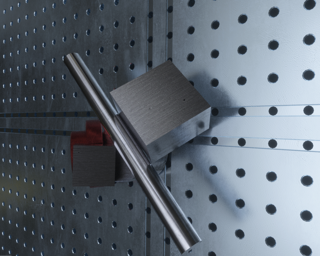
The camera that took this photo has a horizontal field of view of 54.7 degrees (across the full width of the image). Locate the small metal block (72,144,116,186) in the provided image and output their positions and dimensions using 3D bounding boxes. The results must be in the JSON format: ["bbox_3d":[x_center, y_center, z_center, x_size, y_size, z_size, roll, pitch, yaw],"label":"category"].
[{"bbox_3d":[-0.082,0.046,0.388,0.025,0.050,0.050,-166,78,-80],"label":"small metal block"}]

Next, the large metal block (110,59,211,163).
[{"bbox_3d":[0.001,-0.020,0.359,0.080,0.050,0.080,-31,63,-11],"label":"large metal block"}]

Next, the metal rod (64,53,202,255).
[{"bbox_3d":[-0.047,0.012,0.378,0.025,0.025,0.300,-51,61,28],"label":"metal rod"}]

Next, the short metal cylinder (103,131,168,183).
[{"bbox_3d":[-0.036,0.031,0.418,0.080,0.050,0.079,0,90,40],"label":"short metal cylinder"}]

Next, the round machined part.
[{"bbox_3d":[-0.104,0.037,0.446,0.098,0.042,0.097,177,89,-78],"label":"round machined part"}]
